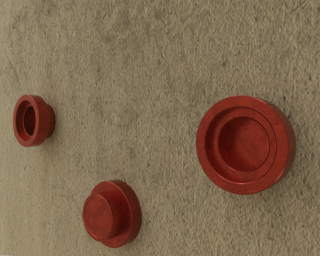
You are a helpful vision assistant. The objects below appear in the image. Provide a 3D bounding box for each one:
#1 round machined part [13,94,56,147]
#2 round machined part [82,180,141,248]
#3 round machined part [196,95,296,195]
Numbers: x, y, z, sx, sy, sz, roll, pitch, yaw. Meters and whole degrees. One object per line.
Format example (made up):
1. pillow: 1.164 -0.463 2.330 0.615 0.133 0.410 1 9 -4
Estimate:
1. round machined part: -0.236 -0.014 0.589 0.098 0.042 0.097 0 90 40
2. round machined part: -0.077 0.128 0.458 0.098 0.042 0.097 0 90 40
3. round machined part: 0.090 0.016 0.320 0.098 0.042 0.097 0 90 40
